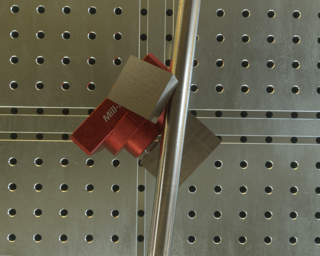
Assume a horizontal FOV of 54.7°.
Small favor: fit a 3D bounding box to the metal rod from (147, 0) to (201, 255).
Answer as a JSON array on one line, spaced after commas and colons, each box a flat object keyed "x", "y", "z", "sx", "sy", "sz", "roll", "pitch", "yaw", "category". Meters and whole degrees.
[{"x": 0.014, "y": 0.011, "z": 0.333, "sx": 0.025, "sy": 0.025, "sz": 0.298, "roll": 7, "pitch": 90, "yaw": -1, "category": "metal rod"}]

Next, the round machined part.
[{"x": -0.022, "y": -0.001, "z": 0.380, "sx": 0.042, "sy": 0.098, "sz": 0.098, "roll": 42, "pitch": 90, "yaw": 0, "category": "round machined part"}]

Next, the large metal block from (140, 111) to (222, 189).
[{"x": 0.023, "y": 0.027, "z": 0.383, "sx": 0.050, "sy": 0.080, "sz": 0.080, "roll": 43, "pitch": 90, "yaw": -1, "category": "large metal block"}]

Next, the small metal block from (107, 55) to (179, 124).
[{"x": -0.017, "y": -0.039, "z": 0.315, "sx": 0.050, "sy": 0.025, "sz": 0.050, "roll": 28, "pitch": 88, "yaw": 18, "category": "small metal block"}]

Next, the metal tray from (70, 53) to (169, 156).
[{"x": -0.044, "y": -0.026, "z": 0.380, "sx": 0.030, "sy": 0.090, "sz": 0.130, "roll": 43, "pitch": 90, "yaw": 0, "category": "metal tray"}]
